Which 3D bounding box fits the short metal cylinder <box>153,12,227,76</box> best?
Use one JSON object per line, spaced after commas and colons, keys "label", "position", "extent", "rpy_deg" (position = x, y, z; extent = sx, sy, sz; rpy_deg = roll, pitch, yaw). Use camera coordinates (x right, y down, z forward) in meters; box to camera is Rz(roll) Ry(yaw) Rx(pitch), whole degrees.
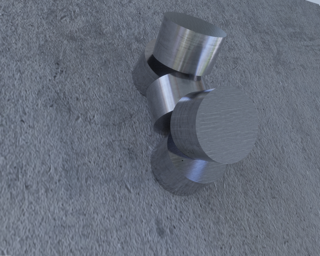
{"label": "short metal cylinder", "position": [0.036, -0.107, 0.391], "extent": [0.081, 0.050, 0.080], "rpy_deg": [15, 32, -9]}

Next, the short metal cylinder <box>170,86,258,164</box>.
{"label": "short metal cylinder", "position": [0.059, -0.003, 0.338], "extent": [0.081, 0.050, 0.080], "rpy_deg": [0, 90, -27]}

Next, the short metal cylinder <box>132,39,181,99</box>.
{"label": "short metal cylinder", "position": [0.006, -0.080, 0.442], "extent": [0.081, 0.050, 0.080], "rpy_deg": [14, 56, -21]}

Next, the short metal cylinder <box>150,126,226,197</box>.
{"label": "short metal cylinder", "position": [0.034, 0.039, 0.384], "extent": [0.081, 0.050, 0.080], "rpy_deg": [14, 56, -21]}

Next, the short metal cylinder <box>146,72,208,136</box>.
{"label": "short metal cylinder", "position": [0.026, -0.030, 0.403], "extent": [0.081, 0.080, 0.050], "rpy_deg": [1, 61, -28]}
